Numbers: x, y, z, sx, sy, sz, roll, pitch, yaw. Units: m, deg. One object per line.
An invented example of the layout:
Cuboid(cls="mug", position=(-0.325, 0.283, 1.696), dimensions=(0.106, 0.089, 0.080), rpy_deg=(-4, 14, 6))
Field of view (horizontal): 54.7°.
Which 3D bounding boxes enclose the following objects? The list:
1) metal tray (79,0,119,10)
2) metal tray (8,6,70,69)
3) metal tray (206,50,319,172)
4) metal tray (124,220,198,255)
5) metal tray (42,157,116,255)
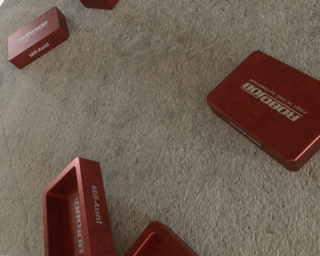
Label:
Cuboid(cls="metal tray", position=(-0.146, -0.287, 0.589), dimensions=(0.090, 0.130, 0.030), rpy_deg=(20, 73, 35))
Cuboid(cls="metal tray", position=(-0.258, -0.191, 0.654), dimensions=(0.130, 0.030, 0.090), rpy_deg=(-29, 52, 9))
Cuboid(cls="metal tray", position=(0.128, -0.025, 0.349), dimensions=(0.090, 0.030, 0.130), rpy_deg=(-44, 51, -3))
Cuboid(cls="metal tray", position=(-0.012, 0.170, 0.302), dimensions=(0.090, 0.030, 0.130), rpy_deg=(34, 80, 38))
Cuboid(cls="metal tray", position=(-0.101, 0.111, 0.365), dimensions=(0.090, 0.030, 0.130), rpy_deg=(-42, 48, 27))
